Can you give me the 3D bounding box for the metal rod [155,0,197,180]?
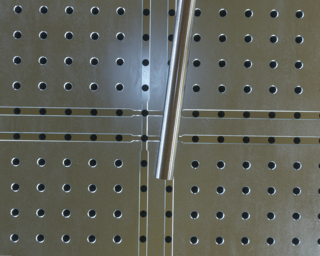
[{"bbox_3d":[0.025,-0.081,0.413,0.025,0.025,0.298,7,90,0],"label":"metal rod"}]
